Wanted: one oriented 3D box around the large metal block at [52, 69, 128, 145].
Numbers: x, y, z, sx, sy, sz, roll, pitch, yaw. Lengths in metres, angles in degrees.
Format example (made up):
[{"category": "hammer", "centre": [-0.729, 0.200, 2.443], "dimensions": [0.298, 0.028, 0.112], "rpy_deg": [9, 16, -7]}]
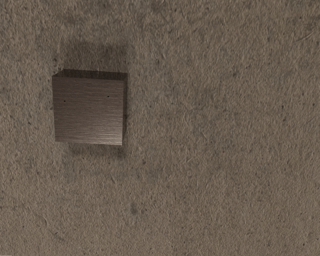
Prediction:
[{"category": "large metal block", "centre": [-0.084, -0.027, 0.385], "dimensions": [0.081, 0.050, 0.079], "rpy_deg": [3, 110, -2]}]
